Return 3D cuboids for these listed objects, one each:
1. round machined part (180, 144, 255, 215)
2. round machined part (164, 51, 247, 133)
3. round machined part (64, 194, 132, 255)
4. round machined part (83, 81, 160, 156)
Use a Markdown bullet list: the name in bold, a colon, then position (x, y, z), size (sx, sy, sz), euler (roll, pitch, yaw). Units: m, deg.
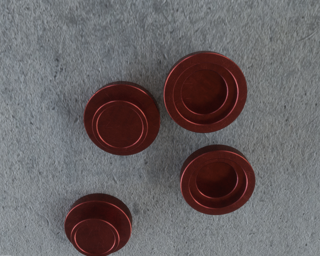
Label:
- **round machined part**: position (0.076, 0.067, 0.426), size (0.099, 0.042, 0.097), euler (0, 110, 0)
- **round machined part**: position (0.054, -0.046, 0.384), size (0.099, 0.042, 0.097), euler (0, 110, 0)
- **round machined part**: position (-0.091, 0.149, 0.455), size (0.099, 0.042, 0.097), euler (0, 110, 0)
- **round machined part**: position (-0.049, -0.008, 0.397), size (0.099, 0.042, 0.097), euler (0, 110, 0)
